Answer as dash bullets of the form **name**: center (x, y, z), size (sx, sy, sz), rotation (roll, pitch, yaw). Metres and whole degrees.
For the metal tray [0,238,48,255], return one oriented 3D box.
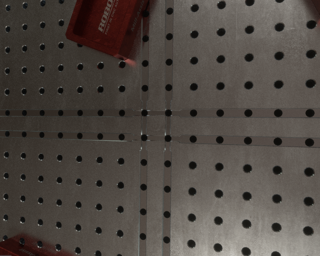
- **metal tray**: center (-0.208, 0.239, 0.481), size (0.130, 0.030, 0.089), rotation (15, 95, 19)

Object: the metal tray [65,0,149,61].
- **metal tray**: center (-0.069, -0.171, 0.432), size (0.090, 0.030, 0.129), rotation (24, 98, 18)

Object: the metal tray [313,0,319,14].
- **metal tray**: center (0.222, -0.192, 0.332), size (0.130, 0.030, 0.090), rotation (-26, 82, 17)
